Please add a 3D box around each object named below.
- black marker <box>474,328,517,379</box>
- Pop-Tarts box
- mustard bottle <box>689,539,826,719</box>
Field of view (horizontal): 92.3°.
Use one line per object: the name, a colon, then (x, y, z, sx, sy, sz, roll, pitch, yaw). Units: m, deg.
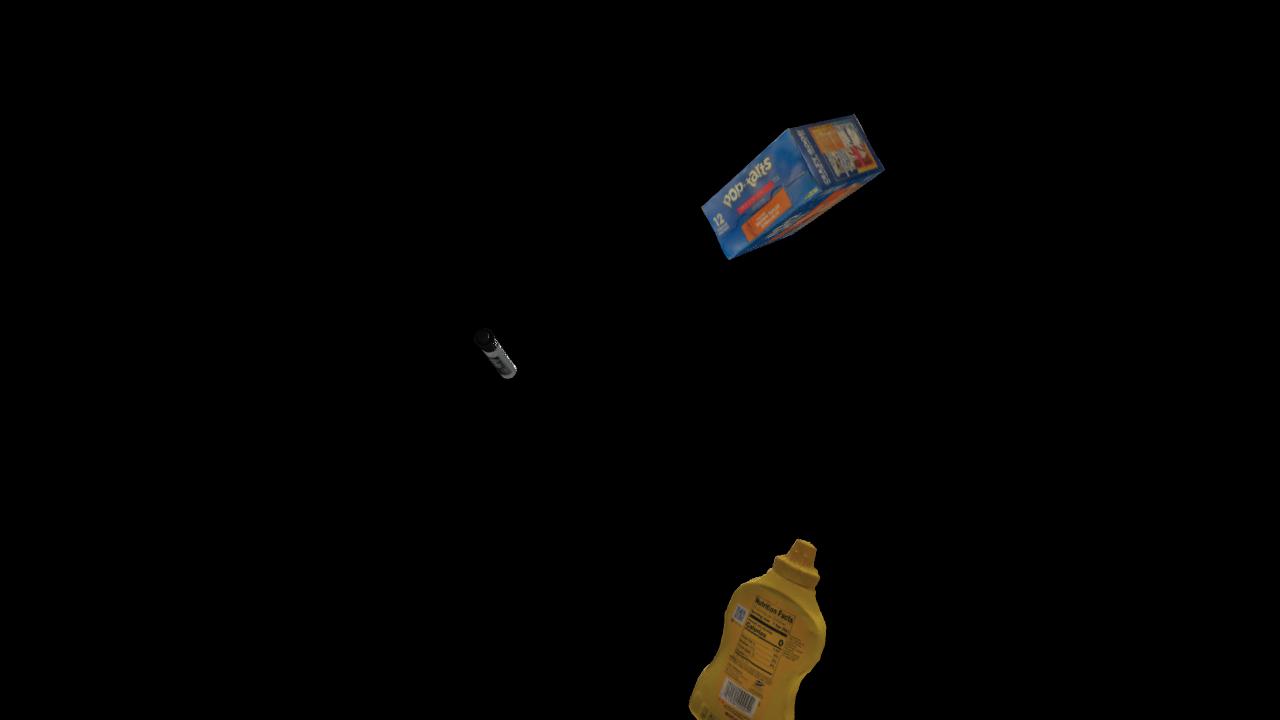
black marker: (-0.143, -0.005, 0.616, 0.020, 0.020, 0.121, 0, -17, -1)
Pop-Tarts box: (0.187, -0.212, 0.766, 0.141, 0.083, 0.167, -25, -5, -36)
mustard bottle: (0.116, 0.248, 0.550, 0.092, 0.184, 0.054, 19, -5, 40)
